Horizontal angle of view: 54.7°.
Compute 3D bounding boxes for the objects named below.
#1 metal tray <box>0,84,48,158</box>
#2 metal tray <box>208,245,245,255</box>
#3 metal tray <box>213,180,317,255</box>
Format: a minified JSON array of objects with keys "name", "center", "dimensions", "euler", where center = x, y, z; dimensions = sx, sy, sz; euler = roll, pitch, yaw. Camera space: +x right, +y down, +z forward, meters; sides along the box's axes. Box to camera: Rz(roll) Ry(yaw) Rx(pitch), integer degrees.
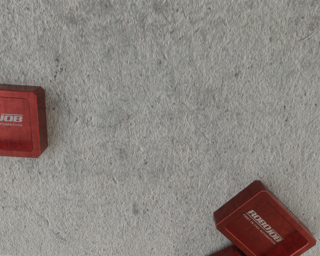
[{"name":"metal tray","center":[-0.218,-0.011,0.400],"dimensions":[0.131,0.030,0.089],"euler":[4,110,-2]},{"name":"metal tray","center":[0.123,0.249,0.489],"dimensions":[0.090,0.030,0.130],"euler":[-37,107,26]},{"name":"metal tray","center":[0.156,0.150,0.463],"dimensions":[0.090,0.030,0.130],"euler":[-43,105,14]}]
